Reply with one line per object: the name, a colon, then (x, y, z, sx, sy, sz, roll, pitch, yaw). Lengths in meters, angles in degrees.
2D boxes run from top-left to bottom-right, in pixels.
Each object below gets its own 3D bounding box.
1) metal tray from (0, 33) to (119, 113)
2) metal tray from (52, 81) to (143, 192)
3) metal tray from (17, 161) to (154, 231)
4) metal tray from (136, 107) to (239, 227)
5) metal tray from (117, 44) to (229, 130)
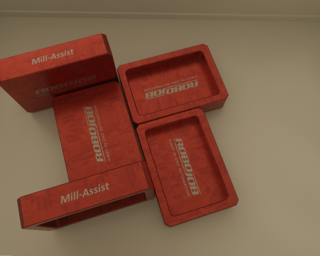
metal tray: (-0.122, -0.066, 0.394, 0.131, 0.090, 0.030, -17, 71, -7)
metal tray: (-0.079, 0.011, 0.399, 0.091, 0.030, 0.130, -16, 71, -6)
metal tray: (-0.073, 0.078, 0.343, 0.131, 0.090, 0.030, -16, 71, -6)
metal tray: (0.031, 0.047, 0.388, 0.091, 0.030, 0.130, -16, 71, -6)
metal tray: (0.016, -0.057, 0.426, 0.131, 0.030, 0.090, -16, 71, -6)
